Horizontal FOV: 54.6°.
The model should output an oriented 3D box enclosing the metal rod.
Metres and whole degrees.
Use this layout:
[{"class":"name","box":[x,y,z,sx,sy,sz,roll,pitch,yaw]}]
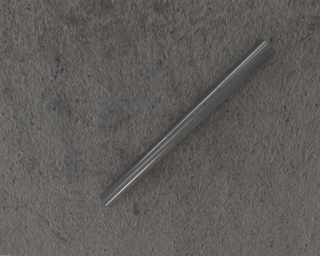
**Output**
[{"class":"metal rod","box":[0.027,0.003,0.410,0.025,0.025,0.299,42,105,-14]}]
